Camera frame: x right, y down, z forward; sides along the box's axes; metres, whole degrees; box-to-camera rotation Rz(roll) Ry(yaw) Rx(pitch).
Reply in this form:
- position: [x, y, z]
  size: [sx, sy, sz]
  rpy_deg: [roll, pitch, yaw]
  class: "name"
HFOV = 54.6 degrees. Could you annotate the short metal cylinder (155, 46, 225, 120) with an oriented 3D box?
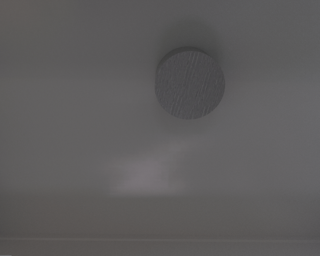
- position: [0.034, -0.056, 0.378]
  size: [0.080, 0.050, 0.079]
  rpy_deg: [0, 110, 0]
  class: "short metal cylinder"
